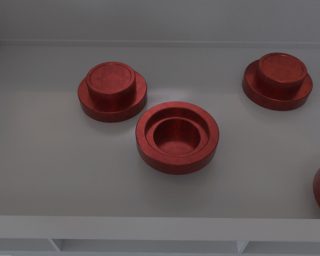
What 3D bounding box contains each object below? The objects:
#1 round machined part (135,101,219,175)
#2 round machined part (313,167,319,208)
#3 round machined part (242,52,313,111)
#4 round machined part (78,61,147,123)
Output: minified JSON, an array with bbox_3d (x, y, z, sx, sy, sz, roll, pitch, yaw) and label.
[{"bbox_3d":[0.020,0.016,0.380,0.099,0.042,0.098,0,50,0],"label":"round machined part"},{"bbox_3d":[0.215,0.075,0.332,0.099,0.042,0.098,0,50,0],"label":"round machined part"},{"bbox_3d":[0.175,-0.074,0.458,0.099,0.042,0.098,0,50,0],"label":"round machined part"},{"bbox_3d":[-0.068,-0.058,0.442,0.099,0.042,0.098,0,50,0],"label":"round machined part"}]
